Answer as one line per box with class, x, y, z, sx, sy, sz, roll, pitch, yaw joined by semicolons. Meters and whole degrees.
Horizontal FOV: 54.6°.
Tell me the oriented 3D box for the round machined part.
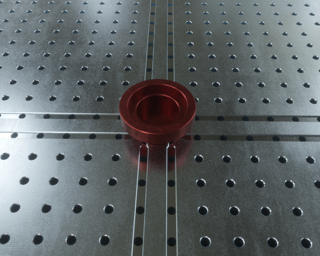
round machined part;-0.003;-0.017;0.410;0.099;0.042;0.098;0;50;0
